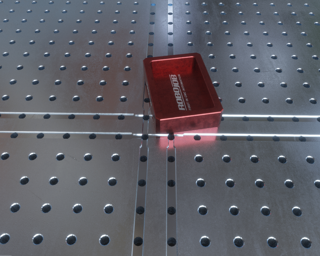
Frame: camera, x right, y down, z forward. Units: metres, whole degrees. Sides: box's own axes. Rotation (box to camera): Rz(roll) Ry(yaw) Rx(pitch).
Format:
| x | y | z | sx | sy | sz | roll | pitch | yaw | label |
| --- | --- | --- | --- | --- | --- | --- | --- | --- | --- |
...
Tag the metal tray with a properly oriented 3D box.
| x | y | z | sx | sy | sz | roll | pitch | yaw | label |
| --- | --- | --- | --- | --- | --- | --- | --- | --- | --- |
| 0.029 | -0.055 | 0.450 | 0.091 | 0.030 | 0.130 | -7 | 50 | -6 | metal tray |
